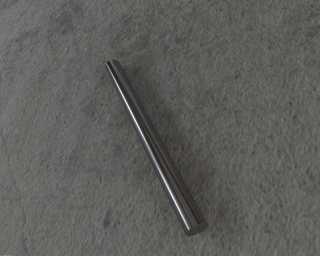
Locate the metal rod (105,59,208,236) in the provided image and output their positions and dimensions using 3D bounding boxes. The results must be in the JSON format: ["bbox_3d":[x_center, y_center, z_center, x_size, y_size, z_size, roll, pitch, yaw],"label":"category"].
[{"bbox_3d":[-0.020,0.002,0.411,0.025,0.025,0.300,-34,52,6],"label":"metal rod"}]
